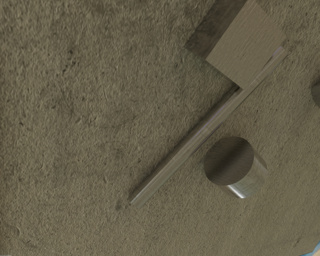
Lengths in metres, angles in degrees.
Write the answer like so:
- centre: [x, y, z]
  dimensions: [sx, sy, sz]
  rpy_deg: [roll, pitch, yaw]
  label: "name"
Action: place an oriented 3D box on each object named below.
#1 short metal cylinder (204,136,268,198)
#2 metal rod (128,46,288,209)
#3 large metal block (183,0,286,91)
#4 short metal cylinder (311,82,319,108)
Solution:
- centre: [0.114, 0.060, 0.471]
  dimensions: [0.080, 0.080, 0.050]
  rpy_deg: [-46, 129, 4]
  label: "short metal cylinder"
- centre: [0.065, 0.001, 0.442]
  dimensions: [0.300, 0.025, 0.025]
  rpy_deg: [-47, 129, 4]
  label: "metal rod"
- centre: [0.091, -0.104, 0.375]
  dimensions: [0.080, 0.050, 0.080]
  rpy_deg: [27, 104, -37]
  label: "large metal block"
- centre: [0.296, -0.053, 0.500]
  dimensions: [0.050, 0.080, 0.080]
  rpy_deg: [-39, 129, -2]
  label: "short metal cylinder"
